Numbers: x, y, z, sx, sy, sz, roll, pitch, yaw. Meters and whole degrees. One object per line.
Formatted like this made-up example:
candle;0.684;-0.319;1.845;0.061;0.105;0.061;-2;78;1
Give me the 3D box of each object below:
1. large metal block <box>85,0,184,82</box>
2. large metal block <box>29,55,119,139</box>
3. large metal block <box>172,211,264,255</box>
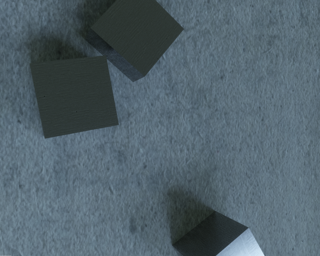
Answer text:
large metal block;-0.032;-0.116;0.384;0.080;0.050;0.080;41;77;-16
large metal block;-0.099;-0.035;0.359;0.081;0.050;0.079;-11;94;-20
large metal block;0.075;0.164;0.409;0.080;0.080;0.050;-33;101;-17
